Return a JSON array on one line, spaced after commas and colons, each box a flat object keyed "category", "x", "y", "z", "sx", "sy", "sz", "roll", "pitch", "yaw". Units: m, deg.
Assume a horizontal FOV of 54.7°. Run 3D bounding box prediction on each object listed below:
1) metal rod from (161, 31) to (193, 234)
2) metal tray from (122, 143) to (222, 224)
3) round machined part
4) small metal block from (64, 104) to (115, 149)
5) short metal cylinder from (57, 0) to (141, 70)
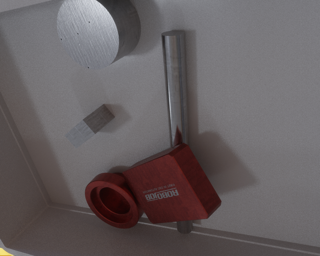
[{"category": "metal rod", "x": 0.026, "y": 0.026, "z": 0.409, "sx": 0.025, "sy": 0.025, "sz": 0.298, "roll": 8, "pitch": 122, "yaw": 23}, {"category": "metal tray", "x": 0.010, "y": 0.080, "z": 0.417, "sx": 0.130, "sy": 0.030, "sz": 0.090, "roll": -29, "pitch": 92, "yaw": 52}, {"category": "round machined part", "x": -0.068, "y": 0.111, "z": 0.501, "sx": 0.098, "sy": 0.042, "sz": 0.097, "roll": 13, "pitch": 124, "yaw": 20}, {"category": "small metal block", "x": -0.100, "y": -0.003, "z": 0.441, "sx": 0.050, "sy": 0.050, "sz": 0.025, "roll": -33, "pitch": 100, "yaw": 38}, {"category": "short metal cylinder", "x": -0.069, "y": -0.114, "z": 0.357, "sx": 0.080, "sy": 0.050, "sz": 0.079, "roll": 13, "pitch": 124, "yaw": 20}]
